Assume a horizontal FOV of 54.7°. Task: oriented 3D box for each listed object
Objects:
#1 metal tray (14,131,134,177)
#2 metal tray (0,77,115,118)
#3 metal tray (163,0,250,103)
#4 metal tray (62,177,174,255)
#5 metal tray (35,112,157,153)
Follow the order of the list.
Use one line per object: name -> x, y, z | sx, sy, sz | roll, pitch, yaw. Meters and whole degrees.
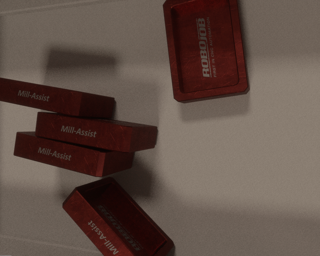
metal tray -> -0.112, 0.031, 0.413 | 0.130, 0.090, 0.030 | 11, 94, 19
metal tray -> -0.141, -0.040, 0.424 | 0.130, 0.090, 0.030 | 11, 94, 19
metal tray -> 0.057, -0.101, 0.387 | 0.090, 0.030, 0.129 | -7, 88, 19
metal tray -> -0.049, 0.123, 0.392 | 0.130, 0.090, 0.030 | 43, 104, 14
metal tray -> -0.080, 0.004, 0.402 | 0.130, 0.090, 0.030 | 9, 93, 19
